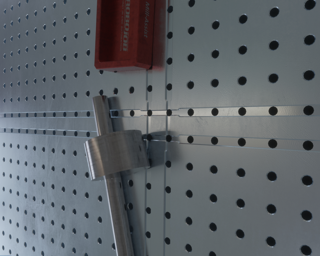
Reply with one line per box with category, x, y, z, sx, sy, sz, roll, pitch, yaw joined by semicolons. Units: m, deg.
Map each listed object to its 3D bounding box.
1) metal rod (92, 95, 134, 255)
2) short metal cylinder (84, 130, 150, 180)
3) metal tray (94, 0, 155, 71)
metal rod;-0.067;0.097;0.464;0.025;0.025;0.298;-18;79;38
short metal cylinder;-0.058;0.038;0.421;0.080;0.081;0.050;-23;76;37
metal tray;-0.053;-0.150;0.449;0.090;0.030;0.129;5;93;39
